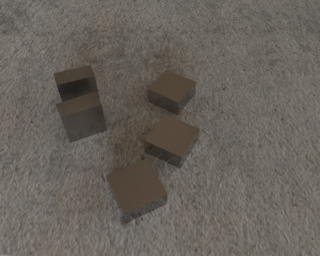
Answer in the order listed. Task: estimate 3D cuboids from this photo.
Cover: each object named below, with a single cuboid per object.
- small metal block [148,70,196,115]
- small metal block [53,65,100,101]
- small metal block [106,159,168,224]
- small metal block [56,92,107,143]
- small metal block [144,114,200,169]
[{"bbox_3d":[0.017,-0.052,0.447,0.050,0.025,0.050,26,54,20],"label":"small metal block"},{"bbox_3d":[-0.115,-0.055,0.432,0.050,0.050,0.025,-17,52,-14],"label":"small metal block"},{"bbox_3d":[-0.026,0.069,0.345,0.050,0.025,0.050,-22,54,-18],"label":"small metal block"},{"bbox_3d":[-0.099,-0.013,0.397,0.050,0.050,0.025,-21,53,-17],"label":"small metal block"},{"bbox_3d":[0.016,0.016,0.390,0.050,0.025,0.050,24,54,18],"label":"small metal block"}]
